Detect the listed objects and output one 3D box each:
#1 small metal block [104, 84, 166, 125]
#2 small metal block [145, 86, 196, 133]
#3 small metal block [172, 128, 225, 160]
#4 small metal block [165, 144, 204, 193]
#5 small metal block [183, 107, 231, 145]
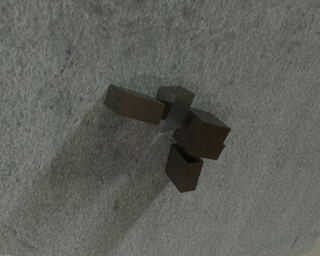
[{"bbox_3d":[-0.030,-0.027,0.355,0.050,0.050,0.025,14,101,-31],"label":"small metal block"},{"bbox_3d":[0.014,-0.024,0.388,0.050,0.025,0.050,-13,130,-57],"label":"small metal block"},{"bbox_3d":[0.054,0.018,0.433,0.050,0.050,0.025,12,112,-34],"label":"small metal block"},{"bbox_3d":[0.033,0.056,0.446,0.025,0.050,0.050,-3,120,-27],"label":"small metal block"},{"bbox_3d":[0.059,-0.004,0.422,0.050,0.050,0.025,13,112,-34],"label":"small metal block"}]
